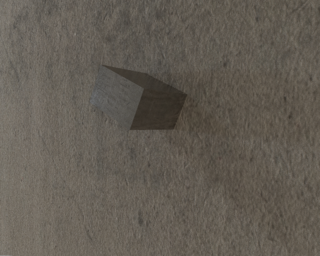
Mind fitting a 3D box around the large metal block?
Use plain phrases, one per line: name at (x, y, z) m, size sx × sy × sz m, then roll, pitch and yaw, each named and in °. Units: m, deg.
large metal block at (-0.027, -0.038, 0.393) m, size 0.080 × 0.081 × 0.050 m, roll 32°, pitch 110°, yaw 35°
